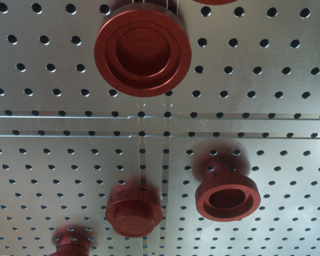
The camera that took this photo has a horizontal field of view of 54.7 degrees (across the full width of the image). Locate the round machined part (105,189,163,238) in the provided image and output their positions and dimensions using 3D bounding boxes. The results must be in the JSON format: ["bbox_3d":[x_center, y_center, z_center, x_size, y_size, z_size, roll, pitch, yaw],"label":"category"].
[{"bbox_3d":[-0.044,0.152,0.529,0.099,0.042,0.097,-1,130,0],"label":"round machined part"}]

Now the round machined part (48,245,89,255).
[{"bbox_3d":[-0.182,0.274,0.632,0.099,0.042,0.097,-1,130,0],"label":"round machined part"}]

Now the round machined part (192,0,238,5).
[{"bbox_3d":[0.049,-0.161,0.264,0.099,0.042,0.097,-1,130,0],"label":"round machined part"}]

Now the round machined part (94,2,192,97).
[{"bbox_3d":[-0.017,-0.084,0.329,0.099,0.042,0.097,-1,130,0],"label":"round machined part"}]

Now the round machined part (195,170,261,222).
[{"bbox_3d":[0.105,0.104,0.491,0.099,0.042,0.097,-1,130,0],"label":"round machined part"}]
